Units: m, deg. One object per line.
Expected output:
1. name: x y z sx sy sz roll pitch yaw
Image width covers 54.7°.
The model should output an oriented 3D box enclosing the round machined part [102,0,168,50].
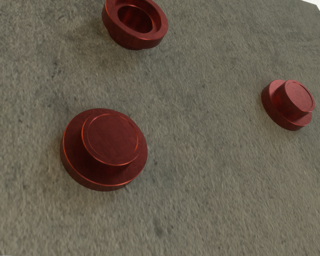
1. round machined part: -0.040 -0.157 0.468 0.099 0.042 0.098 14 56 -21

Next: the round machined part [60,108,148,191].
1. round machined part: -0.059 0.019 0.351 0.099 0.042 0.098 14 56 -21

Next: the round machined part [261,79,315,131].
1. round machined part: 0.234 -0.047 0.551 0.099 0.042 0.098 14 56 -21
